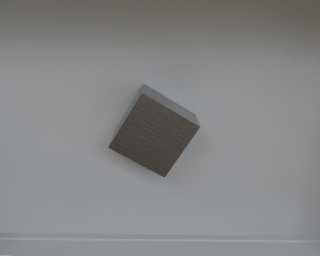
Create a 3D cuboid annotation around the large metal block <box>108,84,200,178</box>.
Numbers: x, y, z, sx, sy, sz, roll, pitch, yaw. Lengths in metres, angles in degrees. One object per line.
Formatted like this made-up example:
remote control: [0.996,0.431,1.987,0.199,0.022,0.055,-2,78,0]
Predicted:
large metal block: [-0.008,0.003,0.395,0.080,0.050,0.080,30,107,-11]
